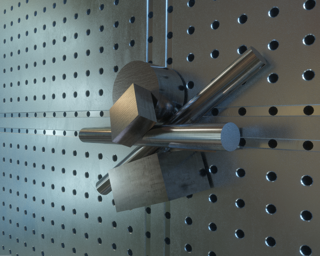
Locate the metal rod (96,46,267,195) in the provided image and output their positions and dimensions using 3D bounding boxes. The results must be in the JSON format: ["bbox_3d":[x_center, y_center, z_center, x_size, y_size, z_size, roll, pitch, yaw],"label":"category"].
[{"bbox_3d":[0.007,0.008,0.400,0.299,0.025,0.025,-41,65,32],"label":"metal rod"}]

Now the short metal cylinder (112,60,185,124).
[{"bbox_3d":[-0.016,-0.043,0.401,0.080,0.050,0.080,-1,89,40],"label":"short metal cylinder"}]

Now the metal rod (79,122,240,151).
[{"bbox_3d":[-0.030,0.010,0.383,0.299,0.025,0.025,-1,89,53],"label":"metal rod"}]

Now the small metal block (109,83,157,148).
[{"bbox_3d":[-0.032,-0.014,0.355,0.050,0.025,0.050,-43,42,32],"label":"small metal block"}]

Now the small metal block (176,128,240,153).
[{"bbox_3d":[0.054,0.012,0.344,0.050,0.050,0.025,0,90,41],"label":"small metal block"}]

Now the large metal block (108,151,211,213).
[{"bbox_3d":[-0.001,0.061,0.368,0.080,0.081,0.050,-23,76,38],"label":"large metal block"}]
